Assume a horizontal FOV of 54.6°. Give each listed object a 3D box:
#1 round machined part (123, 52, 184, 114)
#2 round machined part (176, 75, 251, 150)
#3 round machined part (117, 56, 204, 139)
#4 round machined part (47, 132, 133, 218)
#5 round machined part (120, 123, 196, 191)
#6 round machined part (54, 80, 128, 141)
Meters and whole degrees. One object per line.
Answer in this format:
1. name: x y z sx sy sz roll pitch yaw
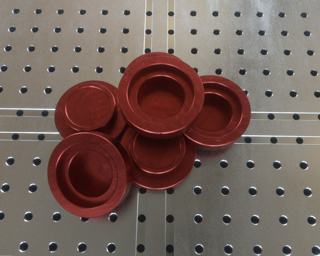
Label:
1. round machined part: -0.003 -0.064 0.426 0.099 0.042 0.098 0 70 0
2. round machined part: 0.065 -0.017 0.409 0.099 0.042 0.098 0 70 0
3. round machined part: 0.001 -0.033 0.369 0.099 0.042 0.098 0 70 0
4. round machined part: -0.079 0.052 0.369 0.098 0.042 0.097 1 93 14
5. round machined part: -0.003 0.028 0.392 0.099 0.042 0.098 0 70 0
6. round machined part: -0.090 -0.020 0.410 0.099 0.042 0.098 0 70 0
